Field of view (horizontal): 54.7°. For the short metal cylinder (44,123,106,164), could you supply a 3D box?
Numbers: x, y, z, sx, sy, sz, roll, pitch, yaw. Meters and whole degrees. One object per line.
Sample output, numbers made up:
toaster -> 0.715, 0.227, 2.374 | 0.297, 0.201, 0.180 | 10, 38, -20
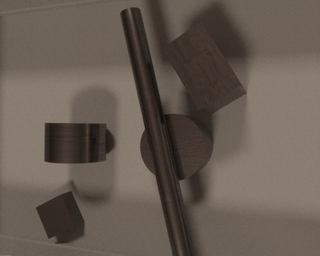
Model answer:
short metal cylinder -> -0.114, 0.018, 0.420 | 0.080, 0.080, 0.050 | 1, 91, 19

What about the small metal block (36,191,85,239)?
small metal block -> -0.149, 0.129, 0.461 | 0.050, 0.025, 0.050 | -29, 81, 17

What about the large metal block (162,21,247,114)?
large metal block -> 0.055, -0.065, 0.361 | 0.050, 0.080, 0.080 | -32, 80, 17

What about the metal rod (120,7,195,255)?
metal rod -> -0.003, 0.008, 0.357 | 0.025, 0.025, 0.298 | -14, 85, 19

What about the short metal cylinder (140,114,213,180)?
short metal cylinder -> 0.022, 0.023, 0.389 | 0.080, 0.050, 0.079 | 0, 90, 19
